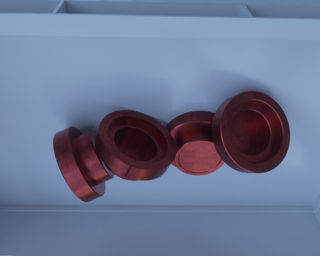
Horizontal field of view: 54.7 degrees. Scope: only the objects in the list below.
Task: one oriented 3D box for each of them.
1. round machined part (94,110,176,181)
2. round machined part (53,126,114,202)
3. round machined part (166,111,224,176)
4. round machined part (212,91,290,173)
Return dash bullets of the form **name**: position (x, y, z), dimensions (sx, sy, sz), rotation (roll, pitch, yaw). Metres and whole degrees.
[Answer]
- **round machined part**: position (-0.033, 0.026, 0.383), dimensions (0.099, 0.098, 0.042), rotation (18, 128, -15)
- **round machined part**: position (-0.092, 0.041, 0.398), dimensions (0.042, 0.098, 0.098), rotation (-25, 128, 1)
- **round machined part**: position (0.052, 0.028, 0.422), dimensions (0.099, 0.042, 0.097), rotation (-1, 130, 0)
- **round machined part**: position (0.107, 0.006, 0.382), dimensions (0.099, 0.098, 0.042), rotation (20, 166, -17)
